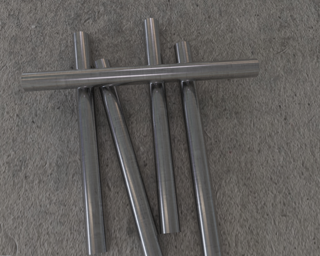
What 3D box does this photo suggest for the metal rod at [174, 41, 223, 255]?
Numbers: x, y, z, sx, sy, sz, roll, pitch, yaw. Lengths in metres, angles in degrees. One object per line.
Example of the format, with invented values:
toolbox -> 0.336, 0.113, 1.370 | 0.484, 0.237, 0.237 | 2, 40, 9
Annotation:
metal rod -> 0.047, 0.021, 0.400 | 0.025, 0.025, 0.299 | -5, 70, -2

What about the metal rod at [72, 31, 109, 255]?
metal rod -> -0.094, 0.005, 0.405 | 0.025, 0.025, 0.299 | -8, 70, -3

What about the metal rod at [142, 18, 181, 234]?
metal rod -> -0.001, -0.017, 0.414 | 0.025, 0.025, 0.299 | -5, 70, -2

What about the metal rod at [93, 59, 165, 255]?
metal rod -> -0.040, 0.043, 0.391 | 0.025, 0.025, 0.299 | -16, 71, -6

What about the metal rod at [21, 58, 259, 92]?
metal rod -> -0.023, -0.069, 0.405 | 0.302, 0.025, 0.025 | -4, 70, -2
